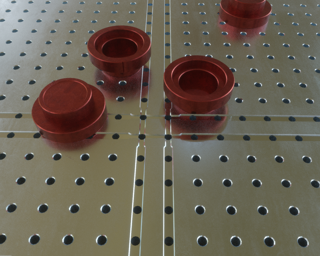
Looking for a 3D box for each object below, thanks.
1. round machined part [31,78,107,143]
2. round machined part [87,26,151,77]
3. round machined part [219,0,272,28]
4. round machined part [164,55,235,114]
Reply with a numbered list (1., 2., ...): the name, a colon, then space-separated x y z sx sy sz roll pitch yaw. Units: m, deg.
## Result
1. round machined part: -0.124 -0.031 0.421 0.099 0.042 0.098 0 50 0
2. round machined part: -0.063 -0.119 0.496 0.099 0.042 0.098 0 50 0
3. round machined part: 0.166 -0.238 0.599 0.099 0.042 0.098 0 50 0
4. round machined part: 0.054 -0.058 0.446 0.099 0.042 0.098 0 50 0
